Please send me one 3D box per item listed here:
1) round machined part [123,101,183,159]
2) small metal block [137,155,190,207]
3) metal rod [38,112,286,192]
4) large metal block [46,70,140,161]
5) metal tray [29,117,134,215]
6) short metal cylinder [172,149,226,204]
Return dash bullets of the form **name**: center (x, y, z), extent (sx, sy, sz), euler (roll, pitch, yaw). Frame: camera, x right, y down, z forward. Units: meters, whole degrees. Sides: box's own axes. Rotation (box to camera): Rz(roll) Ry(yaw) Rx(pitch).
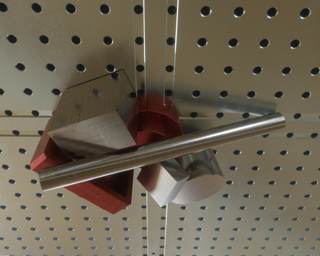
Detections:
- **round machined part**: center (-0.017, 0.015, 0.417), extent (0.099, 0.042, 0.097), euler (-1, 130, 0)
- **small metal block**: center (0.003, 0.062, 0.391), extent (0.025, 0.050, 0.050), euler (-18, 144, -45)
- **metal rod**: center (0.016, 0.024, 0.370), extent (0.302, 0.025, 0.025), euler (-13, 132, -15)
- **large metal block**: center (-0.072, -0.015, 0.360), extent (0.080, 0.080, 0.050), euler (-16, 128, 13)
- **metal tray**: center (-0.092, 0.044, 0.404), extent (0.030, 0.090, 0.130), euler (-36, 122, 26)
- **short metal cylinder**: center (0.045, 0.066, 0.436), extent (0.081, 0.050, 0.080), euler (-12, 144, -9)
